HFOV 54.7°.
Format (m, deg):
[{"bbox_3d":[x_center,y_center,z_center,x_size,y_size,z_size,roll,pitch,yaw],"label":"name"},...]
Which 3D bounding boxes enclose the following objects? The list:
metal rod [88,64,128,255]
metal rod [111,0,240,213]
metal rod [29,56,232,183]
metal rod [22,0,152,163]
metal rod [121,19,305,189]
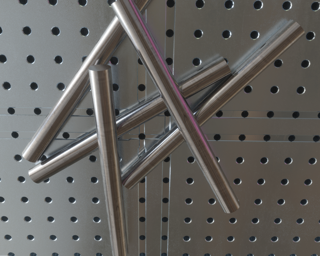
[{"bbox_3d":[-0.065,0.064,0.415,0.025,0.025,0.298,-1,118,0],"label":"metal rod"},{"bbox_3d":[0.028,-0.015,0.380,0.025,0.025,0.299,-27,108,9],"label":"metal rod"},{"bbox_3d":[-0.046,-0.006,0.410,0.300,0.025,0.025,-29,108,10],"label":"metal rod"},{"bbox_3d":[-0.086,-0.073,0.385,0.025,0.025,0.299,36,106,-13],"label":"metal rod"},{"bbox_3d":[0.058,-0.022,0.406,0.299,0.025,0.025,-43,105,14],"label":"metal rod"}]
